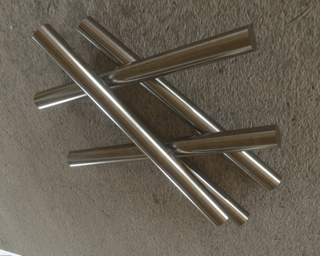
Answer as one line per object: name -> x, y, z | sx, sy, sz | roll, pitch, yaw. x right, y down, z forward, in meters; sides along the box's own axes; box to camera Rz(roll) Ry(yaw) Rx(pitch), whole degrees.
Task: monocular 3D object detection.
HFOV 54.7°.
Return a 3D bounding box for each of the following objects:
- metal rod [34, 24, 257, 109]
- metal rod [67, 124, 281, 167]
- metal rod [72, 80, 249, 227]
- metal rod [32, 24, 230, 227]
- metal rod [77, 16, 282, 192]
metal rod -> -0.042, -0.060, 0.360 | 0.300, 0.025, 0.025 | -10, 114, 32
metal rod -> -0.005, 0.028, 0.395 | 0.300, 0.025, 0.025 | -9, 114, 31
metal rod -> 0.001, 0.026, 0.421 | 0.300, 0.025, 0.025 | 42, 129, -1
metal rod -> -0.029, 0.001, 0.358 | 0.300, 0.025, 0.025 | 46, 129, -5
metal rod -> 0.023, -0.029, 0.376 | 0.300, 0.025, 0.025 | 40, 129, 0
